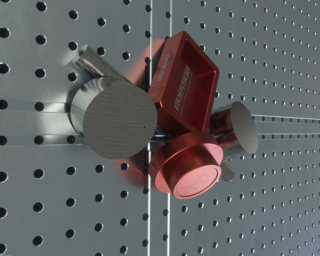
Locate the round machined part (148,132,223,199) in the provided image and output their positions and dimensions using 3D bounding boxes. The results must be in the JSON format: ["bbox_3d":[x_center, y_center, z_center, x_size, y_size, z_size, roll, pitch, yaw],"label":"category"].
[{"bbox_3d":[0.038,0.054,0.395,0.099,0.042,0.097,-18,140,-15],"label":"round machined part"}]

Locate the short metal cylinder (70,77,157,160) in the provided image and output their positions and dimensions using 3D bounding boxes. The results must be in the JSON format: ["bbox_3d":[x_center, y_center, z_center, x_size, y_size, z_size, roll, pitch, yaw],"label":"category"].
[{"bbox_3d":[-0.050,-0.012,0.335,0.081,0.050,0.079,-10,111,-27],"label":"short metal cylinder"}]

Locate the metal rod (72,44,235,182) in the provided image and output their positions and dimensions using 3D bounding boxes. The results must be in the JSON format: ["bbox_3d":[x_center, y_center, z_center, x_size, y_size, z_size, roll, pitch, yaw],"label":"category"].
[{"bbox_3d":[0.012,-0.003,0.419,0.301,0.025,0.025,38,67,-33],"label":"metal rod"}]

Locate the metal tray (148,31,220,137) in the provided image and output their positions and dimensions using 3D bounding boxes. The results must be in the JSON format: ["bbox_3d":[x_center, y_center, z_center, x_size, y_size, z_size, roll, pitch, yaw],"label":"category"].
[{"bbox_3d":[0.034,-0.053,0.415,0.090,0.030,0.130,39,53,-33],"label":"metal tray"}]

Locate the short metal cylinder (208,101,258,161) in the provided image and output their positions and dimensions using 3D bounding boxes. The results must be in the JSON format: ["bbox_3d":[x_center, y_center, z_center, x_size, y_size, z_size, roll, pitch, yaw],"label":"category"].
[{"bbox_3d":[0.105,0.006,0.465,0.080,0.050,0.080,25,55,-42],"label":"short metal cylinder"}]
